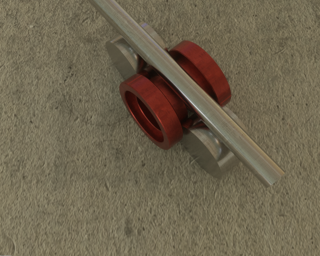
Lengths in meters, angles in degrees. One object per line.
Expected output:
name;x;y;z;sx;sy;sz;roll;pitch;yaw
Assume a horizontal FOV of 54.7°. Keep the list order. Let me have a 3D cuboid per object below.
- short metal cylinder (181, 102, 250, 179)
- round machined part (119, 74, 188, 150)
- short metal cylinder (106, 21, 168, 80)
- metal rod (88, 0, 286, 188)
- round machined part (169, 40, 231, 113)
short metal cylinder;0.065;0.014;0.375;0.050;0.080;0.080;-37;75;-13
round machined part;-0.003;-0.025;0.378;0.042;0.098;0.098;-37;74;-16
short metal cylinder;-0.028;-0.094;0.414;0.050;0.080;0.080;-37;75;-13
metal rod;0.018;-0.056;0.346;0.025;0.025;0.300;-38;75;-13
round machined part;0.040;-0.057;0.392;0.042;0.098;0.098;-39;75;-8
